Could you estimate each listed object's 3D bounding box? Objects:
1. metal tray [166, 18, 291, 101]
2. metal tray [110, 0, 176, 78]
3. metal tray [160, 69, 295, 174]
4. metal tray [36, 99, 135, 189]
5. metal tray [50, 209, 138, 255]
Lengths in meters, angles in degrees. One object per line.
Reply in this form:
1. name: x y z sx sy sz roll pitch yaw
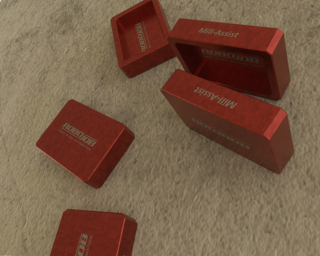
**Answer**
1. metal tray: 0.081 -0.082 0.369 0.130 0.090 0.030 20 73 35
2. metal tray: -0.029 -0.152 0.507 0.090 0.030 0.130 -24 53 13
3. metal tray: 0.070 -0.008 0.329 0.130 0.090 0.030 29 78 37
4. metal tray: -0.110 0.018 0.445 0.130 0.030 0.090 25 75 36
5. metal tray: -0.083 0.161 0.344 0.090 0.030 0.130 -3 60 26
